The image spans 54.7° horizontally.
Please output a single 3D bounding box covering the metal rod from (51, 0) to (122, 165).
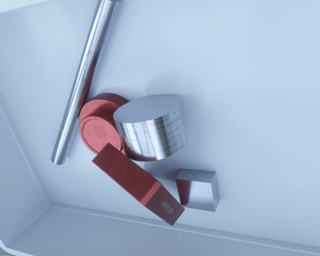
[{"bbox_3d":[-0.114,-0.047,0.437,0.025,0.025,0.298,35,129,5],"label":"metal rod"}]

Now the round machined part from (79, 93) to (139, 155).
[{"bbox_3d":[-0.073,0.004,0.437,0.098,0.042,0.097,13,124,20],"label":"round machined part"}]

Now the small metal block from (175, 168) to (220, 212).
[{"bbox_3d":[0.053,0.086,0.433,0.050,0.025,0.050,2,120,26],"label":"small metal block"}]

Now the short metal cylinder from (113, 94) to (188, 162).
[{"bbox_3d":[-0.011,-0.002,0.376,0.080,0.080,0.050,0,118,28],"label":"short metal cylinder"}]

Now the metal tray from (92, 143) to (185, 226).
[{"bbox_3d":[-0.023,0.077,0.403,0.090,0.030,0.130,33,167,29],"label":"metal tray"}]
